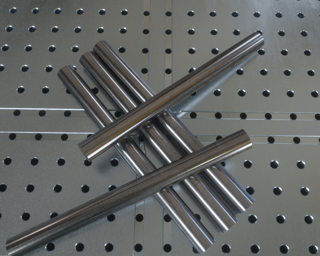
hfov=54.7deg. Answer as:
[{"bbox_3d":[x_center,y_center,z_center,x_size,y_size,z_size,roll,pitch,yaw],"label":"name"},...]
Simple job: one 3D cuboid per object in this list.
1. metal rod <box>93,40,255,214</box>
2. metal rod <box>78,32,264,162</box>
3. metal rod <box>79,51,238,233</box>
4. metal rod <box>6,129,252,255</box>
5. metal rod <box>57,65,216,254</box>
[{"bbox_3d":[0.009,-0.011,0.416,0.025,0.025,0.300,-39,75,-13],"label":"metal rod"},{"bbox_3d":[0.029,-0.051,0.409,0.302,0.025,0.025,-34,74,-20],"label":"metal rod"},{"bbox_3d":[-0.011,0.008,0.408,0.025,0.025,0.300,-37,75,-13],"label":"metal rod"},{"bbox_3d":[-0.035,0.076,0.361,0.301,0.025,0.025,-25,72,-1],"label":"metal rod"},{"bbox_3d":[-0.039,0.030,0.400,0.025,0.025,0.300,-37,75,-13],"label":"metal rod"}]
